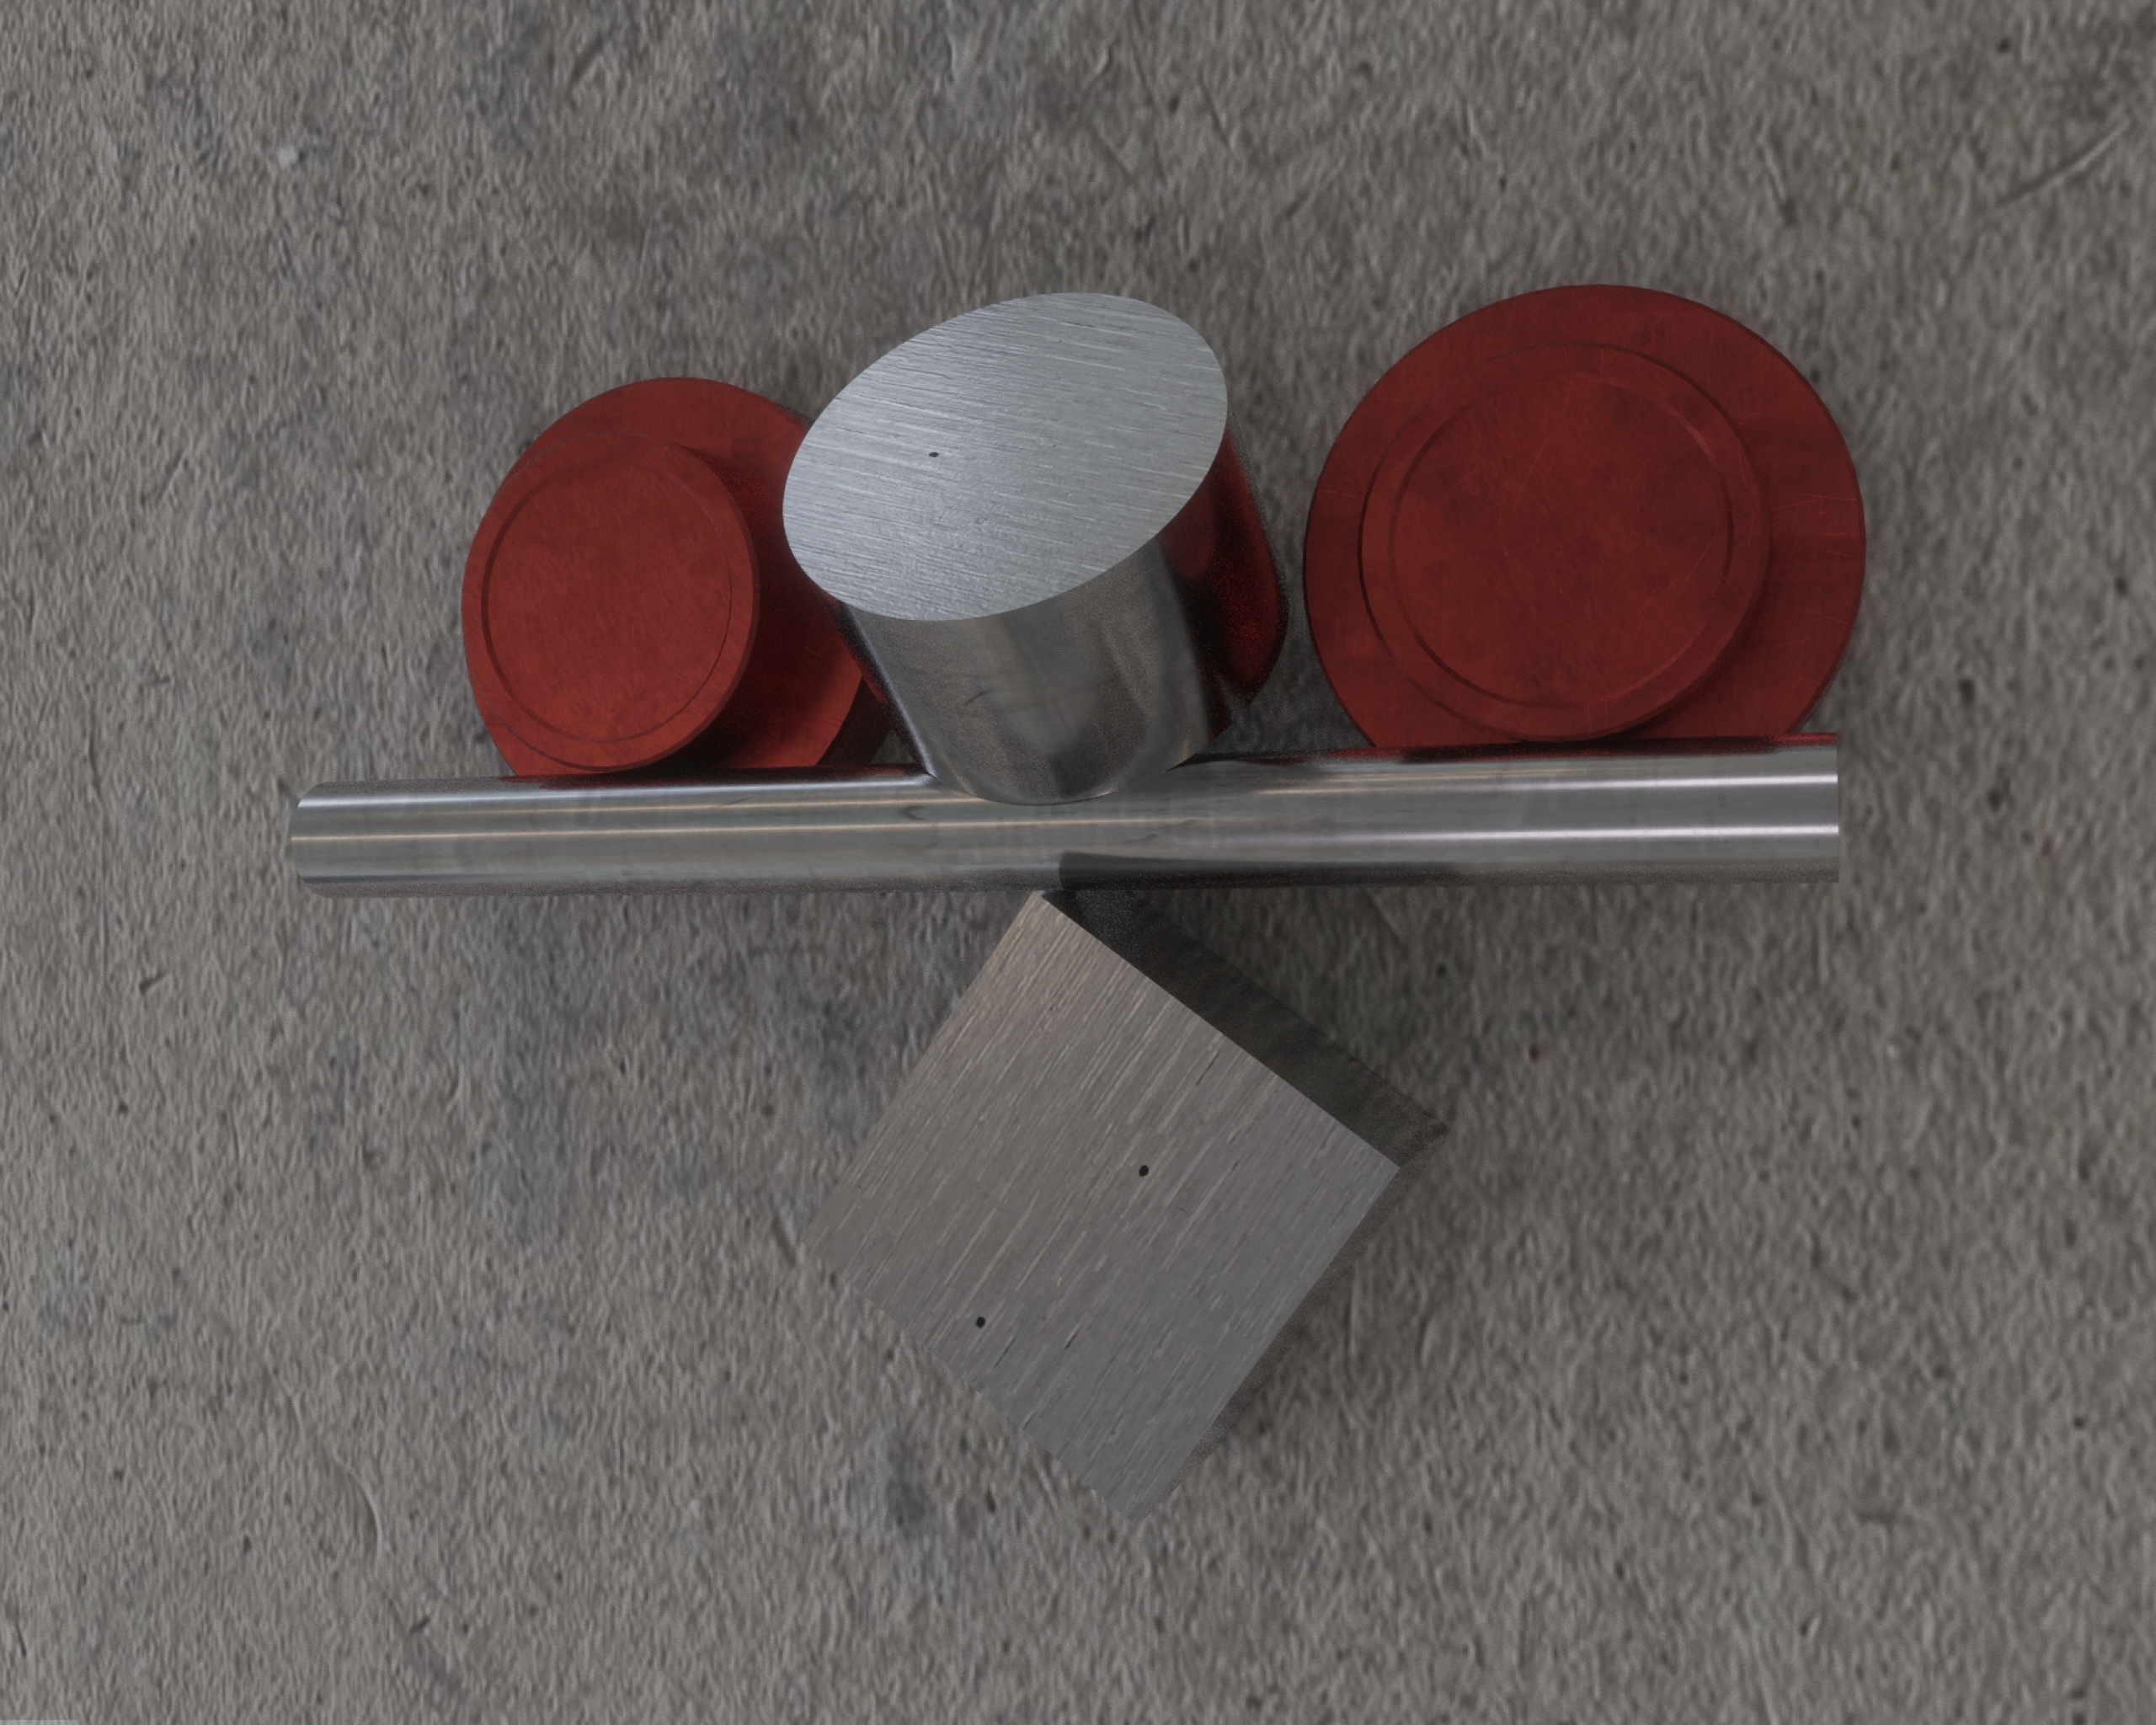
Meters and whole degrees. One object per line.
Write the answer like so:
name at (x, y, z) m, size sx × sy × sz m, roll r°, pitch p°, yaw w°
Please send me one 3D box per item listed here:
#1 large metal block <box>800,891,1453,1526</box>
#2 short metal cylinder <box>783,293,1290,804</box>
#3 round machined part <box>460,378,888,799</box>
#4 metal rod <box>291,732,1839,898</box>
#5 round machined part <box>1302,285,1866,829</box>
large metal block at (0.010, 0.060, 0.391) m, size 0.080 × 0.050 × 0.080 m, roll 37°, pitch 102°, yaw 16°
short metal cylinder at (-0.006, -0.057, 0.379) m, size 0.080 × 0.050 × 0.080 m, roll -10°, pitch 52°, yaw 13°
round machined part at (-0.086, -0.052, 0.431) m, size 0.098 × 0.042 × 0.097 m, roll 0°, pitch 90°, yaw 20°
metal rod at (-0.017, -0.007, 0.393) m, size 0.301 × 0.025 × 0.025 m, roll -1°, pitch 90°, yaw 19°
round machined part at (0.088, -0.054, 0.370) m, size 0.098 × 0.042 × 0.097 m, roll 0°, pitch 90°, yaw 20°
